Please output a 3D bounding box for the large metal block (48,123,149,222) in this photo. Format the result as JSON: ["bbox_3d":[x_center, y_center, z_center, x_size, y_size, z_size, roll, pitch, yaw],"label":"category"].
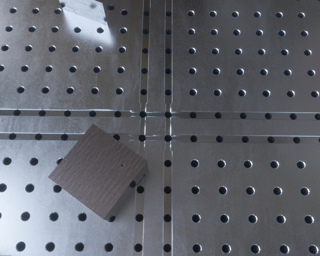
[{"bbox_3d":[-0.071,0.055,0.377,0.080,0.050,0.080,34,73,11],"label":"large metal block"}]

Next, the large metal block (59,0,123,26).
[{"bbox_3d":[-0.102,-0.217,0.476,0.080,0.050,0.080,23,71,7],"label":"large metal block"}]
